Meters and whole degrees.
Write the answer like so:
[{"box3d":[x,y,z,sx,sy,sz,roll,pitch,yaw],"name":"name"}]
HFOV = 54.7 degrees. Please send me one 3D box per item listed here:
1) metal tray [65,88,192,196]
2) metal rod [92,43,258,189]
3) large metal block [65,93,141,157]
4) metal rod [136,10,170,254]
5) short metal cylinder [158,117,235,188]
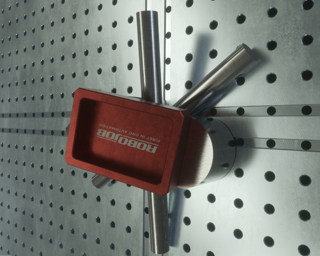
[{"box3d":[-0.038,0.011,0.344,0.130,0.030,0.089,14,99,20],"name":"metal tray"},{"box3d":[0.000,0.002,0.408,0.299,0.025,0.025,-41,66,32],"name":"metal rod"},{"box3d":[-0.068,-0.001,0.426,0.080,0.081,0.050,-41,65,32],"name":"large metal block"},{"box3d":[-0.007,0.013,0.384,0.025,0.025,0.298,5,102,39],"name":"metal rod"},{"box3d":[0.039,0.026,0.358,0.080,0.050,0.079,0,90,39],"name":"short metal cylinder"}]
